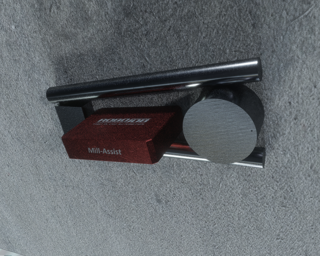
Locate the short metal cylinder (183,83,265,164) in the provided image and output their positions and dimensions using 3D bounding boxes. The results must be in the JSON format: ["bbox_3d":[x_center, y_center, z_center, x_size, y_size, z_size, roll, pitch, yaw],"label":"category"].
[{"bbox_3d":[0.072,-0.007,0.349,0.080,0.050,0.079,13,124,21],"label":"short metal cylinder"}]

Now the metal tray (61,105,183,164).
[{"bbox_3d":[-0.045,0.005,0.392,0.130,0.090,0.030,0,118,28],"label":"metal tray"}]

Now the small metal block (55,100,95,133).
[{"bbox_3d":[-0.123,-0.015,0.465,0.050,0.025,0.050,4,121,26],"label":"small metal block"}]

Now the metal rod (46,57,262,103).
[{"bbox_3d":[-0.029,-0.055,0.390,0.300,0.025,0.025,-2,117,29],"label":"metal rod"}]

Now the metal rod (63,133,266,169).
[{"bbox_3d":[-0.012,0.026,0.431,0.301,0.025,0.025,4,120,26],"label":"metal rod"}]
